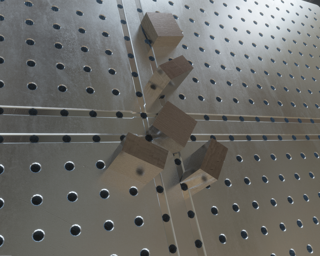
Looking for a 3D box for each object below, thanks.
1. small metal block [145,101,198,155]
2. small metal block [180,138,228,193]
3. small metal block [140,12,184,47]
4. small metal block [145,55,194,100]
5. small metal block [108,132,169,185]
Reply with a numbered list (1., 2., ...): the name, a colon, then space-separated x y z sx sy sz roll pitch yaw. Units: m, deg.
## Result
1. small metal block: 0.016 0.000 0.416 0.050 0.025 0.050 35 51 -5
2. small metal block: 0.056 0.048 0.392 0.025 0.050 0.050 34 51 -6
3. small metal block: 0.003 -0.161 0.508 0.050 0.025 0.050 -11 68 -33
4. small metal block: 0.013 -0.072 0.442 0.050 0.050 0.025 -33 80 -38
5. small metal block: -0.026 0.036 0.356 0.050 0.050 0.025 26 53 -12
